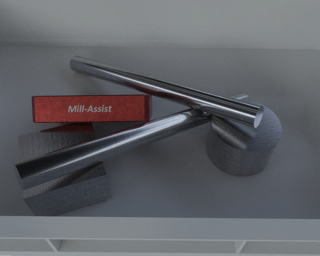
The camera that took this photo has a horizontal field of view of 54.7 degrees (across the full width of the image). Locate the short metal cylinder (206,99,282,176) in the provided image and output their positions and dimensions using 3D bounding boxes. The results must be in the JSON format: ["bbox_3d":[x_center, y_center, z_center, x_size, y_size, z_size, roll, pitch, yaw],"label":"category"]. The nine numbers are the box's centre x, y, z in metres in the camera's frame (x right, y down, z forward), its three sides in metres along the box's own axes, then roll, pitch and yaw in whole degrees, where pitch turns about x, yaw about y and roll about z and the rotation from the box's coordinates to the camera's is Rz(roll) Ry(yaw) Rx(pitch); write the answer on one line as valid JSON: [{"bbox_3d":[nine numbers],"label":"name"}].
[{"bbox_3d":[0.100,0.011,0.378,0.081,0.050,0.080,0,50,0],"label":"short metal cylinder"}]

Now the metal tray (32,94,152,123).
[{"bbox_3d":[-0.077,-0.026,0.385,0.131,0.030,0.090,-1,6,1],"label":"metal tray"}]

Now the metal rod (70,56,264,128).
[{"bbox_3d":[-0.013,-0.057,0.413,0.300,0.025,0.025,21,52,31],"label":"metal rod"}]

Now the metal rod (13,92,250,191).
[{"bbox_3d":[-0.004,0.002,0.353,0.302,0.025,0.025,-19,52,-33],"label":"metal rod"}]

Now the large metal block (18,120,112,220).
[{"bbox_3d":[-0.105,0.044,0.345,0.081,0.050,0.080,-15,52,-13],"label":"large metal block"}]
